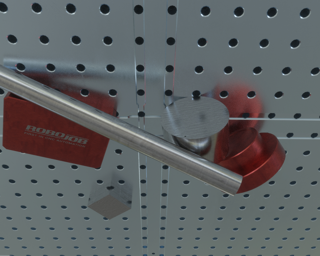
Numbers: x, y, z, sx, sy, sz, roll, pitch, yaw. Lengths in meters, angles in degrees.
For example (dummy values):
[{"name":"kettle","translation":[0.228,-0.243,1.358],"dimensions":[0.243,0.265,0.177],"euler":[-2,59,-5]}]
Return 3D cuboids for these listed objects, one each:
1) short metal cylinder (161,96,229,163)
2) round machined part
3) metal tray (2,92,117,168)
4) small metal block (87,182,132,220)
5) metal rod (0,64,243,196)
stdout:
[{"name":"short metal cylinder","translation":[0.044,0.004,0.380],"dimensions":[0.080,0.080,0.050],"euler":[-6,130,5]},{"name":"round machined part","translation":[0.105,0.036,0.400],"dimensions":[0.098,0.098,0.042],"euler":[-30,105,23]},{"name":"metal tray","translation":[-0.132,0.001,0.408],"dimensions":[0.131,0.030,0.089],"euler":[14,129,-13]},{"name":"small metal block","translation":[-0.083,0.122,0.514],"dimensions":[0.050,0.025,0.050],"euler":[-32,124,24]},{"name":"metal rod","translation":[-0.052,0.000,0.347],"dimensions":[0.301,0.025,0.025],"euler":[25,128,4]}]
